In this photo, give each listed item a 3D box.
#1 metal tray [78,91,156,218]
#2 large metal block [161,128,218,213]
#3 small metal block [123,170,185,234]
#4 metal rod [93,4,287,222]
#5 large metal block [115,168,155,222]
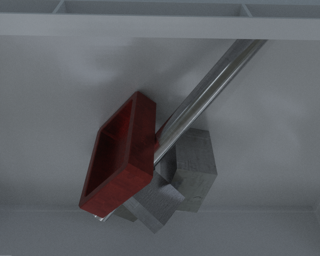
[{"bbox_3d":[-0.046,0.026,0.360,0.030,0.130,0.090,34,123,-24],"label":"metal tray"},{"bbox_3d":[0.035,0.055,0.420,0.050,0.080,0.079,10,129,-9],"label":"large metal block"},{"bbox_3d":[-0.006,0.087,0.367,0.050,0.050,0.025,42,133,6],"label":"small metal block"},{"bbox_3d":[0.022,-0.006,0.344,0.025,0.025,0.299,34,105,-26],"label":"metal rod"},{"bbox_3d":[-0.054,0.073,0.434,0.080,0.080,0.050,29,124,-23],"label":"large metal block"}]
